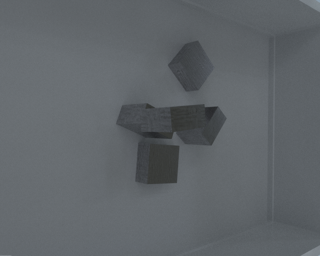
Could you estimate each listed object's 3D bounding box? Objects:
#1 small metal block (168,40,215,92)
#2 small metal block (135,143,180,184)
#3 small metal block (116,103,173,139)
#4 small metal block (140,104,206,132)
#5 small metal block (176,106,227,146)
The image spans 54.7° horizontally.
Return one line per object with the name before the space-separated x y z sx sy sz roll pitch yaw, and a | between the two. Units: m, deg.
small metal block | 0.046 -0.089 0.447 0.050 0.025 0.050 51 60 -28
small metal block | -0.003 0.046 0.406 0.050 0.025 0.050 7 86 -40
small metal block | -0.016 -0.008 0.378 0.050 0.050 0.025 27 73 -37
small metal block | 0.014 -0.011 0.339 0.050 0.050 0.025 -8 96 -40
small metal block | 0.059 -0.003 0.442 0.025 0.050 0.050 49 61 -29
